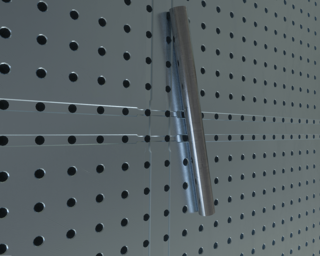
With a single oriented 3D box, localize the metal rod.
[{"bbox_3d":[0.048,-0.019,0.447,0.025,0.025,0.298,-15,100,-39],"label":"metal rod"}]
